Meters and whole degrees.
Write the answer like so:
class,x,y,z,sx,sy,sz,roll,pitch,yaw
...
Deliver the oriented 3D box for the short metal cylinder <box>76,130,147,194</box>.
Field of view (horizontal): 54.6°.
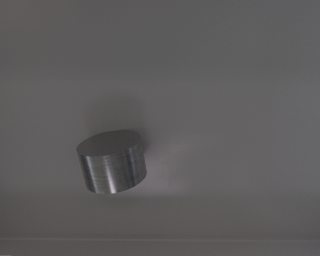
class,x,y,z,sx,sy,sz,roll,pitch,yaw
short metal cylinder,-0.060,0.041,0.396,0.080,0.080,0.050,-8,110,3
